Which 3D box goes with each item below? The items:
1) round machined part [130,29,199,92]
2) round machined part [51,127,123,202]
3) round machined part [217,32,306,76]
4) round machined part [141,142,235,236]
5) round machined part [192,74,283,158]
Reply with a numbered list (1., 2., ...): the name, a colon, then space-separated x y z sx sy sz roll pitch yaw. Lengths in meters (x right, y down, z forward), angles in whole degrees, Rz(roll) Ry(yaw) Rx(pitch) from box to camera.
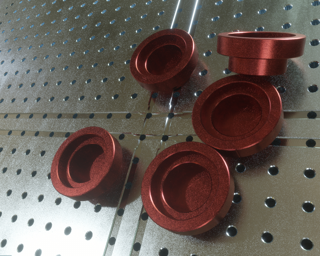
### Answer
1. round machined part: 0.009 -0.093 0.448 0.098 0.042 0.098 -13 56 20
2. round machined part: -0.092 0.050 0.413 0.098 0.042 0.098 -13 56 20
3. round machined part: 0.117 -0.089 0.369 0.099 0.042 0.098 0 22 0
4. round machined part: 0.032 0.067 0.338 0.098 0.042 0.098 -13 56 20
5. round machined part: 0.090 -0.010 0.356 0.098 0.042 0.098 -13 56 20
